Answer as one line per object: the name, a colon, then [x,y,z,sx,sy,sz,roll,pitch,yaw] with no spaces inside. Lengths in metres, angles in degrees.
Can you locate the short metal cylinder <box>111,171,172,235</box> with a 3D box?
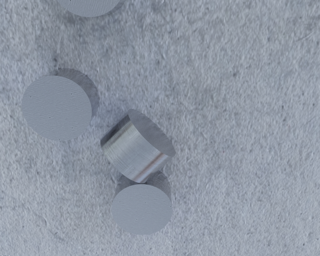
short metal cylinder: [-0.024,0.100,0.433,0.081,0.050,0.079,0,110,-1]

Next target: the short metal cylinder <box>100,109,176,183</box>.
short metal cylinder: [-0.027,0.022,0.388,0.080,0.080,0.050,42,105,-14]

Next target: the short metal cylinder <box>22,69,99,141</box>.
short metal cylinder: [-0.120,-0.030,0.384,0.081,0.050,0.079,0,110,-1]

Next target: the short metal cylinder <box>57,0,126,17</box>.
short metal cylinder: [-0.074,-0.163,0.335,0.081,0.050,0.079,0,110,-1]
